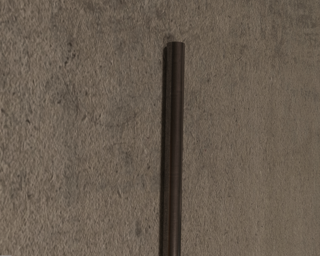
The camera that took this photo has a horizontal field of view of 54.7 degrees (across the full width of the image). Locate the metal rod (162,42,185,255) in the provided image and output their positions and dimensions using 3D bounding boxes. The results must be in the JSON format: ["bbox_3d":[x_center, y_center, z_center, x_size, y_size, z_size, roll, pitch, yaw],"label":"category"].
[{"bbox_3d":[0.019,0.034,0.422,0.025,0.025,0.298,2,89,-40],"label":"metal rod"}]
